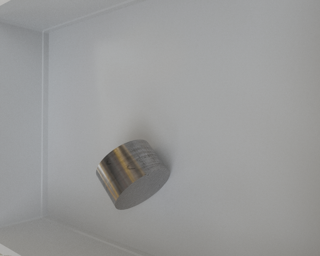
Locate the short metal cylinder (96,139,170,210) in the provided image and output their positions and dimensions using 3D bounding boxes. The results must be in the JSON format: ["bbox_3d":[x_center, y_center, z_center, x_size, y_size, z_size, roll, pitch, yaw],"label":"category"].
[{"bbox_3d":[-0.034,0.060,0.401,0.050,0.081,0.080,52,120,27],"label":"short metal cylinder"}]
